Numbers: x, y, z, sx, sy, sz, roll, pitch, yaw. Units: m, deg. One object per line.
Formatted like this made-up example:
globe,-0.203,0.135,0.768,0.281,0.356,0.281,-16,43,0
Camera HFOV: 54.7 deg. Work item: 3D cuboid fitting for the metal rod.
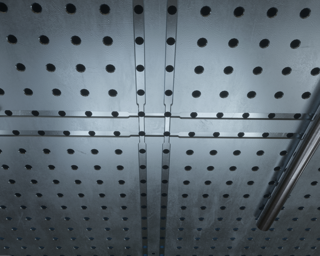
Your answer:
metal rod,0.203,0.064,0.469,0.025,0.025,0.298,4,130,-4
